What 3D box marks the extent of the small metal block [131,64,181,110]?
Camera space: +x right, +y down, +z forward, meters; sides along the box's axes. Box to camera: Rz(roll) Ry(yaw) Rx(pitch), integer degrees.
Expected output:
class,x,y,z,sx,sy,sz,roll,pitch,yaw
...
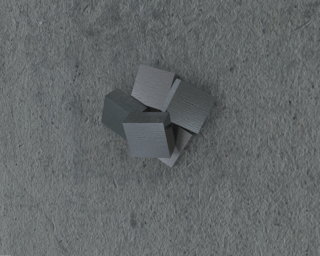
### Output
class,x,y,z,sx,sy,sz,roll,pitch,yaw
small metal block,-0.006,-0.053,0.412,0.050,0.025,0.050,18,96,18

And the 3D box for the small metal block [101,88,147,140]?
class,x,y,z,sx,sy,sz,roll,pitch,yaw
small metal block,-0.049,-0.017,0.414,0.050,0.025,0.050,35,137,15

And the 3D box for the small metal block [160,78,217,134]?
class,x,y,z,sx,sy,sz,roll,pitch,yaw
small metal block,0.034,-0.028,0.386,0.050,0.025,0.050,24,99,-16

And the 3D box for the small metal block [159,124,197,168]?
class,x,y,z,sx,sy,sz,roll,pitch,yaw
small metal block,0.011,0.016,0.406,0.050,0.025,0.050,34,101,16

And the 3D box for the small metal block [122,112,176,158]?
class,x,y,z,sx,sy,sz,roll,pitch,yaw
small metal block,-0.012,0.008,0.375,0.050,0.025,0.050,0,123,19
